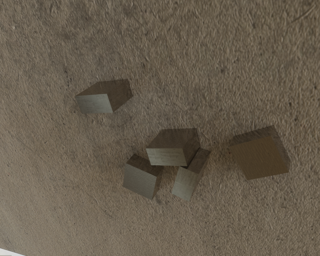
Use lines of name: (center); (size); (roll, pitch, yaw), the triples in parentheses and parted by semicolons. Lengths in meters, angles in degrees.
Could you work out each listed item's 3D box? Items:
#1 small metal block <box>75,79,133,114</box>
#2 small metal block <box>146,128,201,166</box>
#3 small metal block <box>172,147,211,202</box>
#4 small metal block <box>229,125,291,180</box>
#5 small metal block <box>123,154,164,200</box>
small metal block: (-0.072, -0.041, 0.403); (0.050, 0.050, 0.025); (0, 118, 28)
small metal block: (0.018, 0.024, 0.396); (0.050, 0.050, 0.025); (-2, 117, 29)
small metal block: (0.041, 0.058, 0.405); (0.025, 0.050, 0.050); (23, 127, 14)
small metal block: (0.118, 0.030, 0.363); (0.050, 0.025, 0.050); (-20, 108, 35)
small metal block: (-0.026, 0.074, 0.466); (0.050, 0.025, 0.050); (22, 127, 15)
